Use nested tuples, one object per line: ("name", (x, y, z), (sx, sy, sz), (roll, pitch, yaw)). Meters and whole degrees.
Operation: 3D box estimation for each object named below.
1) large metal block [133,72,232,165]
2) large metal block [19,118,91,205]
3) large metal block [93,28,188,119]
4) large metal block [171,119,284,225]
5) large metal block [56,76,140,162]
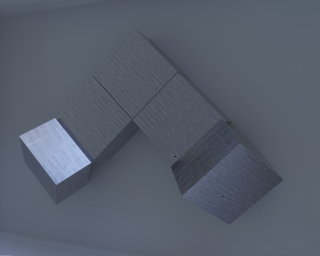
("large metal block", (0.028, -0.009, 0.385), (0.080, 0.050, 0.080), (-46, 76, 14))
("large metal block", (-0.142, 0.047, 0.423), (0.080, 0.050, 0.080), (48, 147, 13))
("large metal block", (-0.024, -0.067, 0.404), (0.080, 0.050, 0.080), (-46, 76, 14))
("large metal block", (0.073, 0.050, 0.347), (0.080, 0.050, 0.080), (36, 106, -29))
("large metal block", (-0.079, -0.012, 0.423), (0.080, 0.050, 0.080), (-46, 76, 14))
